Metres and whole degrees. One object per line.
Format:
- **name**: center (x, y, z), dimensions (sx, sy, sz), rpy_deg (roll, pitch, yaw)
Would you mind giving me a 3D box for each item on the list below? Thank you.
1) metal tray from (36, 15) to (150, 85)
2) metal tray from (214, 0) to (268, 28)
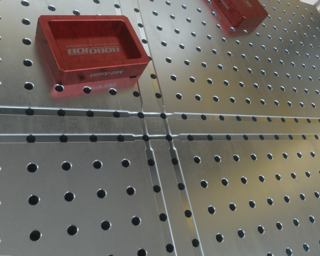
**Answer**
- **metal tray**: center (-0.089, -0.111, 0.425), dimensions (0.131, 0.030, 0.090), rpy_deg (-14, 69, -34)
- **metal tray**: center (0.162, -0.277, 0.664), dimensions (0.091, 0.030, 0.130), rpy_deg (-21, 73, -36)
